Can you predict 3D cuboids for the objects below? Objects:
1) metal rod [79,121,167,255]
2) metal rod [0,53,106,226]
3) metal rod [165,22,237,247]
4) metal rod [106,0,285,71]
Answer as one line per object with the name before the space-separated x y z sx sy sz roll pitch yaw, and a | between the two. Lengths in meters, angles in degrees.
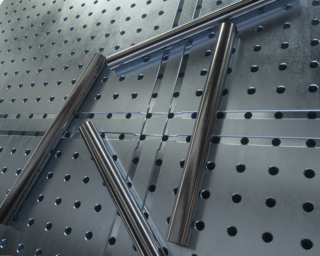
metal rod | -0.039 0.093 0.369 0.025 0.025 0.300 -38 51 2
metal rod | -0.165 0.006 0.488 0.025 0.025 0.300 14 68 33
metal rod | 0.057 -0.011 0.383 0.025 0.025 0.300 3 63 29
metal rod | 0.054 -0.153 0.472 0.301 0.025 0.025 -19 55 17
